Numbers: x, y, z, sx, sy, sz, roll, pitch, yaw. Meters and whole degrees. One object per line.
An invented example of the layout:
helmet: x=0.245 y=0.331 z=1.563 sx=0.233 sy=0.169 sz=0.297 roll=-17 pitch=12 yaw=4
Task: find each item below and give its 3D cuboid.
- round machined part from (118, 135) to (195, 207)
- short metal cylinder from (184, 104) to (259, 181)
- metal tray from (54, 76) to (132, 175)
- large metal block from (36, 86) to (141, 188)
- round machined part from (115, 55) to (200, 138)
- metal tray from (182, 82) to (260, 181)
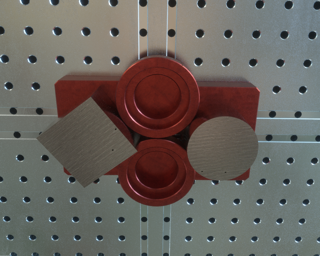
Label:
round machined part: x=-0.004 y=0.052 z=0.414 sx=0.099 sy=0.042 sz=0.097 roll=0 pitch=110 yaw=0
short metal cylinder: x=0.071 y=0.016 z=0.374 sx=0.081 sy=0.050 sz=0.079 roll=0 pitch=110 yaw=0
metal tray: x=-0.083 y=-0.002 z=0.409 sx=0.091 sy=0.030 sz=0.129 roll=0 pitch=110 yaw=-2
large metal block: x=-0.081 y=0.010 z=0.371 sx=0.080 sy=0.050 sz=0.080 roll=-35 pitch=107 yaw=12
round machined part: x=-0.003 y=-0.040 z=0.380 sx=0.099 sy=0.042 sz=0.097 roll=0 pitch=110 yaw=0
metal tray: x=0.076 y=0.006 z=0.411 sx=0.091 sy=0.030 sz=0.129 roll=1 pitch=110 yaw=-1
